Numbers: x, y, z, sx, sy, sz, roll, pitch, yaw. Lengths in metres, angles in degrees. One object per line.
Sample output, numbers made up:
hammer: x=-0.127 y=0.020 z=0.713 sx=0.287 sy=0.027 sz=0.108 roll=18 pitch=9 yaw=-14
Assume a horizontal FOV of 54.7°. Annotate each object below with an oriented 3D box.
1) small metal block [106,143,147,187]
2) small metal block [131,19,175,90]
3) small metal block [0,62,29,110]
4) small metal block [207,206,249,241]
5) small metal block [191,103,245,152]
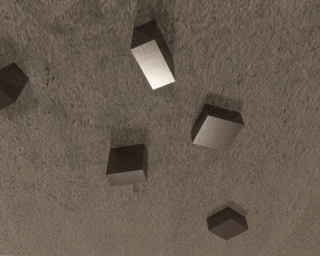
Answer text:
small metal block: x=-0.045 y=0.051 z=0.434 sx=0.050 sy=0.050 sz=0.025 roll=-9 pitch=130 yaw=7
small metal block: x=-0.006 y=-0.077 z=0.325 sx=0.025 sy=0.050 sz=0.050 roll=-19 pitch=128 yaw=15
small metal block: x=-0.185 y=-0.043 z=0.352 sx=0.050 sy=0.050 sz=0.025 roll=-21 pitch=127 yaw=17
small metal block: x=0.121 y=0.172 z=0.556 sx=0.050 sy=0.025 sz=0.050 roll=36 pitch=121 yaw=-27
small metal block: x=0.075 y=0.000 z=0.409 sx=0.050 sy=0.025 sz=0.050 roll=14 pitch=129 yaw=-12
